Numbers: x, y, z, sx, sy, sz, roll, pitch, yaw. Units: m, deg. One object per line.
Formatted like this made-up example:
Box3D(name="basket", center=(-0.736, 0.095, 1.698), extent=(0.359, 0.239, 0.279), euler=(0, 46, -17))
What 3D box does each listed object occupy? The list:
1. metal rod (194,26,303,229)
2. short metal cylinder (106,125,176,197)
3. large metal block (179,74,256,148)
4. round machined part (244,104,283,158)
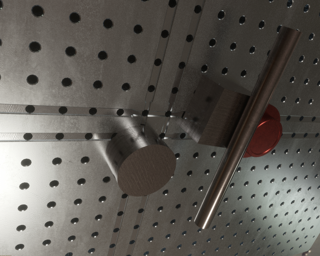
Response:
Box3D(name="metal rod", center=(0.109, 0.015, 0.417), extent=(0.025, 0.025, 0.298), euler=(5, 116, -31))
Box3D(name="short metal cylinder", center=(-0.026, 0.043, 0.409), extent=(0.081, 0.050, 0.079), euler=(-14, 125, -21))
Box3D(name="large metal block", center=(0.086, -0.020, 0.432), extent=(0.081, 0.050, 0.079), euler=(10, 113, -33))
Box3D(name="round machined part", center=(0.153, 0.007, 0.491), extent=(0.099, 0.042, 0.097), euler=(-14, 125, -21))
